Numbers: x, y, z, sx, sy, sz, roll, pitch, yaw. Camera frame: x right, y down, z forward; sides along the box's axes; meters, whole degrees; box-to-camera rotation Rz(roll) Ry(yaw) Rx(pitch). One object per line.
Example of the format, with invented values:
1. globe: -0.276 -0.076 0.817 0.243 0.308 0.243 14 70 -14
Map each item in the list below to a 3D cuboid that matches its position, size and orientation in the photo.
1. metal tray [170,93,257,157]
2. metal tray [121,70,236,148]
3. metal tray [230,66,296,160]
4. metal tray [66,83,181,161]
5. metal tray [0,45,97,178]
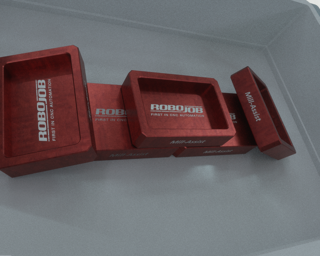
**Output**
1. metal tray: 0.070 -0.007 0.443 0.131 0.030 0.090 0 62 -28
2. metal tray: 0.024 -0.023 0.388 0.131 0.030 0.090 0 61 -28
3. metal tray: 0.158 -0.021 0.473 0.090 0.030 0.130 21 48 -52
4. metal tray: -0.046 -0.008 0.382 0.131 0.030 0.090 0 62 -28
5. metal tray: -0.121 -0.021 0.325 0.091 0.030 0.130 -11 65 -5
